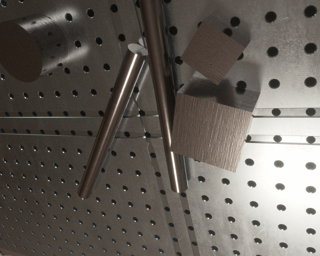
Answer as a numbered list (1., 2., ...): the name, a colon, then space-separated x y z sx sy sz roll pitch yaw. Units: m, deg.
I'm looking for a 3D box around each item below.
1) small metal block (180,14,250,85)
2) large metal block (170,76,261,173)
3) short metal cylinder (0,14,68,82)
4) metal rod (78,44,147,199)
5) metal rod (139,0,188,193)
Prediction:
1. small metal block: 0.058 -0.083 0.329 0.050 0.025 0.050 36 129 3
2. large metal block: 0.062 -0.006 0.358 0.080 0.050 0.079 17 125 18
3. short metal cylinder: -0.173 -0.108 0.417 0.080 0.050 0.079 13 124 20
4. metal rod: -0.080 0.011 0.458 0.025 0.025 0.298 33 128 6
5. metal rod: 0.006 -0.045 0.378 0.025 0.025 0.298 5 121 25
